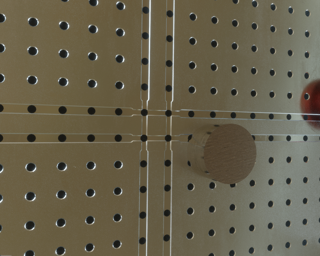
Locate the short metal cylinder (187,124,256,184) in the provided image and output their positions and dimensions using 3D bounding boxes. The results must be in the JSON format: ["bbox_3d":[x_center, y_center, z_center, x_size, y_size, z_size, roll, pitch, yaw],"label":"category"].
[{"bbox_3d":[0.085,0.034,0.430,0.081,0.050,0.080,0,90,-20],"label":"short metal cylinder"}]
